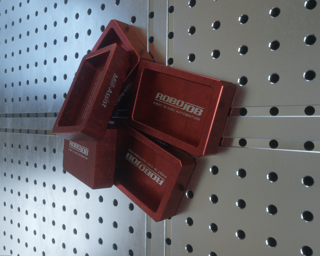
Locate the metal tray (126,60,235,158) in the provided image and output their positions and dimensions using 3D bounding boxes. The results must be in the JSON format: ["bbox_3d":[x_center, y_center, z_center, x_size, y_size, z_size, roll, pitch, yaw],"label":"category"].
[{"bbox_3d":[0.020,-0.028,0.389,0.130,0.030,0.089,23,105,37],"label":"metal tray"}]

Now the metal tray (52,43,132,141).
[{"bbox_3d":[-0.094,-0.047,0.429,0.090,0.030,0.130,-2,64,47],"label":"metal tray"}]

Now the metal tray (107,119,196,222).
[{"bbox_3d":[-0.023,0.053,0.425,0.130,0.030,0.089,32,110,35],"label":"metal tray"}]

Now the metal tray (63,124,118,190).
[{"bbox_3d":[-0.112,0.033,0.478,0.130,0.030,0.089,12,99,54],"label":"metal tray"}]

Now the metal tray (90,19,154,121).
[{"bbox_3d":[-0.075,-0.084,0.469,0.129,0.030,0.090,-47,61,30],"label":"metal tray"}]
